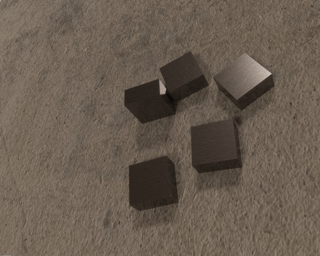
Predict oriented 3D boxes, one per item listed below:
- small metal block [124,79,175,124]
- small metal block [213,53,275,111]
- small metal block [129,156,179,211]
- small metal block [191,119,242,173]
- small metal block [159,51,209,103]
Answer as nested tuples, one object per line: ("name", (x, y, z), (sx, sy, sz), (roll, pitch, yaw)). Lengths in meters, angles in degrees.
("small metal block", (-0.013, -0.034, 0.414), (0.050, 0.050, 0.025), (-16, 56, 19))
("small metal block", (0.103, -0.058, 0.384), (0.050, 0.025, 0.050), (-37, 51, 3))
("small metal block", (-0.008, 0.066, 0.367), (0.050, 0.025, 0.050), (-17, 55, 18))
("small metal block", (0.064, 0.021, 0.356), (0.050, 0.025, 0.050), (-12, 57, 21))
("small metal block", (0.033, -0.071, 0.429), (0.050, 0.025, 0.050), (-27, 52, 10))
